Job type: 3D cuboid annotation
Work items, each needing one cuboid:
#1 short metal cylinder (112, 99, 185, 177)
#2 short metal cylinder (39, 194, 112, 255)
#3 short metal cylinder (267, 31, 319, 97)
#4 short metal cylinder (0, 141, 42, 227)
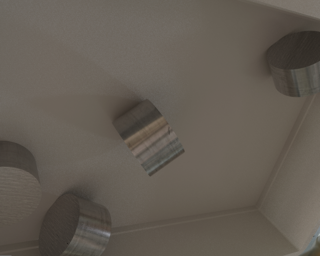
[{"bbox_3d":[-0.014,0.012,0.374,0.050,0.080,0.080,-35,129,-5],"label":"short metal cylinder"},{"bbox_3d":[-0.108,0.130,0.396,0.080,0.080,0.050,-50,129,7],"label":"short metal cylinder"},{"bbox_3d":[0.195,-0.089,0.427,0.080,0.080,0.050,-37,130,-4],"label":"short metal cylinder"},{"bbox_3d":[-0.174,0.061,0.335,0.081,0.050,0.079,-14,125,-21],"label":"short metal cylinder"}]
